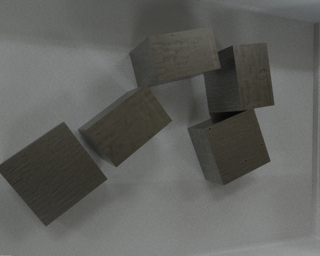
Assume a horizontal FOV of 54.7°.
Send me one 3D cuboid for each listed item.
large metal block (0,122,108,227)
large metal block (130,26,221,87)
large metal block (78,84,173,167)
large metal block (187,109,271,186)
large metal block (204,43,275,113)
[{"bbox_3d":[-0.121,0.049,0.353,0.080,0.050,0.080,-38,103,-16],"label":"large metal block"},{"bbox_3d":[0.016,-0.085,0.388,0.081,0.080,0.050,-15,96,-20],"label":"large metal block"},{"bbox_3d":[-0.044,-0.003,0.366,0.080,0.080,0.050,-40,103,-16],"label":"large metal block"},{"bbox_3d":[0.096,0.023,0.434,0.081,0.050,0.080,-22,98,-19],"label":"large metal block"},{"bbox_3d":[0.103,-0.065,0.421,0.050,0.080,0.079,-10,94,-20],"label":"large metal block"}]
